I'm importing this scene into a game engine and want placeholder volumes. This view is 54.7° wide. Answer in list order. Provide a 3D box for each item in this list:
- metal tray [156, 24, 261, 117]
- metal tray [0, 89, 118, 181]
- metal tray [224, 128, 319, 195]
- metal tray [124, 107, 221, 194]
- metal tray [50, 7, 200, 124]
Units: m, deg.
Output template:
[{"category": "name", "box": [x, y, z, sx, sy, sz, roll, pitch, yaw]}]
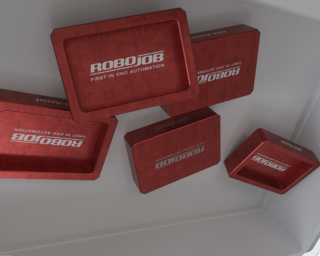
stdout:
[{"category": "metal tray", "box": [0.061, -0.074, 0.393, 0.131, 0.030, 0.089, -16, 125, -19]}, {"category": "metal tray", "box": [-0.122, 0.013, 0.345, 0.131, 0.030, 0.089, 8, 115, -32]}, {"category": "metal tray", "box": [0.184, 0.059, 0.510, 0.131, 0.030, 0.089, 21, 125, -25]}, {"category": "metal tray", "box": [0.022, 0.030, 0.436, 0.131, 0.030, 0.089, -20, 126, -17]}, {"category": "metal tray", "box": [-0.032, -0.063, 0.314, 0.131, 0.030, 0.089, -14, 102, -10]}]
